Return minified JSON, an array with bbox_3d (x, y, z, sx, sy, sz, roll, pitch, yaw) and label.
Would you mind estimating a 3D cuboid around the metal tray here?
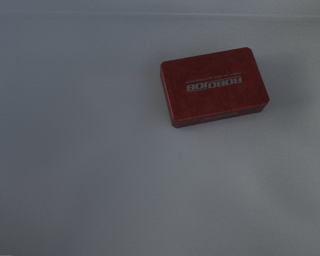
[{"bbox_3d":[0.072,-0.057,0.429,0.131,0.030,0.090,-11,70,-5],"label":"metal tray"}]
